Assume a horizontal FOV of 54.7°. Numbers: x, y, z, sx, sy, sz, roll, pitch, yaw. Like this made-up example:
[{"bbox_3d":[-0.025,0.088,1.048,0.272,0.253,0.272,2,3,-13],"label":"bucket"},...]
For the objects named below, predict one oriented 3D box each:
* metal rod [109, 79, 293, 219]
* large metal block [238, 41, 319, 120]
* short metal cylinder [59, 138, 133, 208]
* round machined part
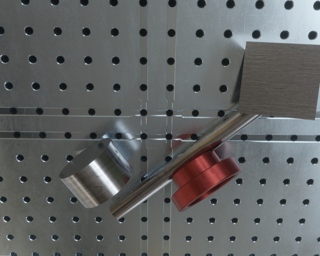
[{"bbox_3d":[0.049,0.034,0.426,0.300,0.025,0.025,-38,106,12],"label":"metal rod"},{"bbox_3d":[0.137,-0.054,0.361,0.080,0.050,0.079,7,95,13],"label":"large metal block"},{"bbox_3d":[-0.082,0.057,0.404,0.080,0.080,0.050,-31,107,11],"label":"short metal cylinder"},{"bbox_3d":[0.055,0.066,0.410,0.098,0.098,0.042,-38,71,13],"label":"round machined part"}]
